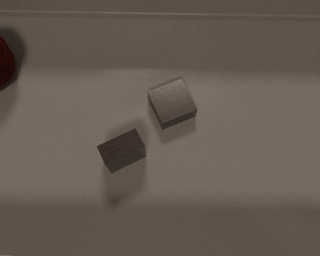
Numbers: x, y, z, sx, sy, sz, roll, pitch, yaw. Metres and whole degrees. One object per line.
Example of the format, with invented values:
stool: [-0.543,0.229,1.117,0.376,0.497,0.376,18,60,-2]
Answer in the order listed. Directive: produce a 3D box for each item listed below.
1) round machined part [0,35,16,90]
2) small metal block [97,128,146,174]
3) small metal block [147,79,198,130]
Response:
round machined part: [-0.239,-0.096,0.404,0.098,0.042,0.098,25,51,-35]
small metal block: [-0.046,0.030,0.385,0.050,0.050,0.025,-26,72,-9]
small metal block: [0.016,-0.032,0.422,0.050,0.025,0.050,-22,72,-8]
